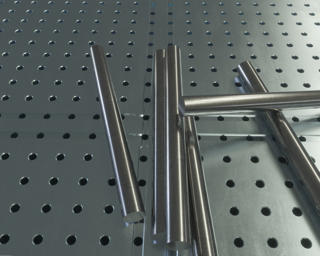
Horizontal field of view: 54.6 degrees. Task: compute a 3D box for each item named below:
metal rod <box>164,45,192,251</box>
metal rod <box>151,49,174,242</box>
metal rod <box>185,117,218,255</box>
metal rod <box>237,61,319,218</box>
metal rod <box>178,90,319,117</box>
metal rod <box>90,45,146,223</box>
[{"bbox_3d":[0.018,-0.005,0.384,0.025,0.025,0.300,0,49,0],"label":"metal rod"},{"bbox_3d":[0.003,-0.004,0.410,0.025,0.025,0.300,0,50,0],"label":"metal rod"},{"bbox_3d":[0.042,0.098,0.325,0.025,0.025,0.300,-3,50,-2],"label":"metal rod"},{"bbox_3d":[0.163,0.017,0.394,0.025,0.025,0.300,-9,51,-7],"label":"metal rod"},{"bbox_3d":[0.170,-0.036,0.407,0.302,0.025,0.025,-4,50,-16],"label":"metal rod"},{"bbox_3d":[-0.066,-0.017,0.421,0.025,0.025,0.300,-12,51,-10],"label":"metal rod"}]
